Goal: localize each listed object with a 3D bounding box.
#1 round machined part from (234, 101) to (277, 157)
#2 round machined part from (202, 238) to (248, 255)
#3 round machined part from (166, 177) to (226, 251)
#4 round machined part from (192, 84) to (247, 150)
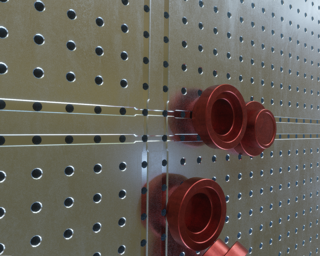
[{"bbox_3d":[0.168,0.001,0.542,0.099,0.042,0.097,0,90,-40],"label":"round machined part"},{"bbox_3d":[0.079,0.200,0.447,0.098,0.042,0.098,-39,154,-23],"label":"round machined part"},{"bbox_3d":[0.047,0.119,0.441,0.099,0.042,0.097,0,90,-40],"label":"round machined part"},{"bbox_3d":[0.087,-0.017,0.474,0.099,0.042,0.097,0,90,-40],"label":"round machined part"}]
